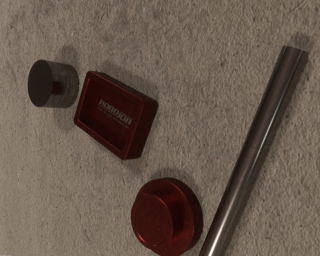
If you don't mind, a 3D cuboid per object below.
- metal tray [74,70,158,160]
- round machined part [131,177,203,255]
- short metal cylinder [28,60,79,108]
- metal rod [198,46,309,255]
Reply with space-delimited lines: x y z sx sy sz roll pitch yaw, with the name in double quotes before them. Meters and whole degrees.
"metal tray" -0.070 -0.021 0.456 0.130 0.030 0.089 31 109 35
"round machined part" 0.001 0.114 0.391 0.098 0.042 0.097 0 90 39
"short metal cylinder" -0.186 -0.075 0.539 0.080 0.050 0.079 0 90 39
"metal rod" 0.086 0.062 0.333 0.025 0.025 0.298 29 108 36
